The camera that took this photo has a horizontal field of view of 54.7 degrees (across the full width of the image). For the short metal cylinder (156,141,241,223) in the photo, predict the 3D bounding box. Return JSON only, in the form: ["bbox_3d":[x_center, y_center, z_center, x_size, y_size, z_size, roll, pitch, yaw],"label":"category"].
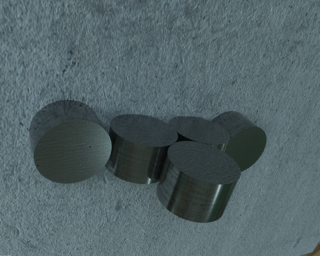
[{"bbox_3d":[0.041,0.056,0.340,0.081,0.080,0.050,0,119,-29],"label":"short metal cylinder"}]

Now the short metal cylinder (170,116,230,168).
[{"bbox_3d":[0.047,0.023,0.413,0.081,0.080,0.050,0,118,-29],"label":"short metal cylinder"}]

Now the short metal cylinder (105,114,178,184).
[{"bbox_3d":[-0.024,0.023,0.374,0.081,0.080,0.050,0,118,-29],"label":"short metal cylinder"}]

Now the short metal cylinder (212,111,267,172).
[{"bbox_3d":[0.111,0.021,0.465,0.081,0.050,0.079,-14,125,-21],"label":"short metal cylinder"}]

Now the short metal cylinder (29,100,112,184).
[{"bbox_3d":[-0.101,0.015,0.346,0.081,0.050,0.079,-14,125,-21],"label":"short metal cylinder"}]
